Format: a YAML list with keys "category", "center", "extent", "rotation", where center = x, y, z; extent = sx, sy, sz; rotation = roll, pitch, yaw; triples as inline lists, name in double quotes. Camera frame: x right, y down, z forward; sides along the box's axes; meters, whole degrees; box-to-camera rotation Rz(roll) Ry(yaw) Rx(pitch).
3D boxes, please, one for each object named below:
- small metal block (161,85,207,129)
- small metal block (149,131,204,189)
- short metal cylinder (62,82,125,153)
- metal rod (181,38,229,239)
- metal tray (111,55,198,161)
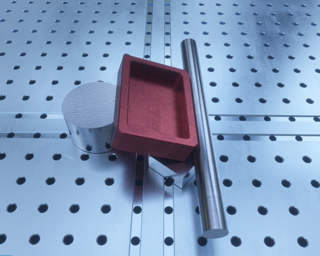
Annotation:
- category: "small metal block"
  center: [0.032, -0.030, 0.434]
  extent: [0.050, 0.025, 0.050]
  rotation: [-12, 51, -10]
- category: "small metal block"
  center: [0.022, 0.037, 0.376]
  extent: [0.050, 0.025, 0.050]
  rotation: [32, 57, 23]
- category: "short metal cylinder"
  center: [-0.080, -0.014, 0.401]
  extent: [0.081, 0.050, 0.080]
  rotation: [0, 50, 0]
- category: "metal rod"
  center: [0.048, -0.015, 0.388]
  extent: [0.025, 0.025, 0.300]
  rotation: [-1, 50, -1]
- category: "metal tray"
  center: [-0.007, -0.028, 0.376]
  extent: [0.091, 0.030, 0.130]
  rotation: [12, 48, -16]
